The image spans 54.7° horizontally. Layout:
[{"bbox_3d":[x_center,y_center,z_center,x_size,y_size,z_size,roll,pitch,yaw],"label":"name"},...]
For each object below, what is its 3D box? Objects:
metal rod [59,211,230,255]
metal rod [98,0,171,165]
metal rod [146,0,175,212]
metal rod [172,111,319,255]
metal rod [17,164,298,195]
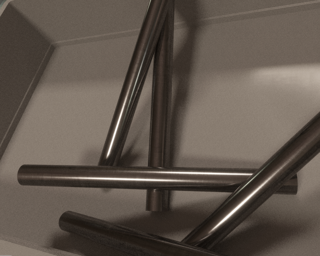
[{"bbox_3d":[-0.002,0.117,0.299,0.300,0.025,0.025,0,61,39],"label":"metal rod"},{"bbox_3d":[-0.025,-0.082,0.392,0.025,0.025,0.298,23,98,36],"label":"metal rod"},{"bbox_3d":[0.002,-0.050,0.390,0.025,0.025,0.299,-5,73,25],"label":"metal rod"},{"bbox_3d":[0.109,0.037,0.281,0.299,0.025,0.025,-47,50,12],"label":"metal rod"},{"bbox_3d":[-0.014,0.054,0.336,0.301,0.025,0.025,-1,61,12],"label":"metal rod"}]
